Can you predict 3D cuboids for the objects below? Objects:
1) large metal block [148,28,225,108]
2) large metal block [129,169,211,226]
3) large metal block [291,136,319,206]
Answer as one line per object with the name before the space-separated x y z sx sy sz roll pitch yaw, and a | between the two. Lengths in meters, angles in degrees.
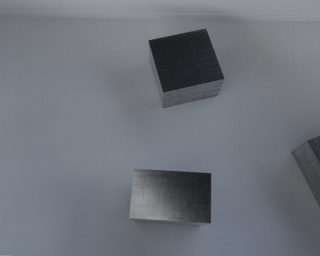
large metal block | 0.033 -0.081 0.426 0.081 0.050 0.080 -13 71 -5
large metal block | 0.011 0.081 0.351 0.080 0.080 0.050 3 70 1
large metal block | 0.225 0.046 0.381 0.080 0.050 0.080 -19 71 -7
